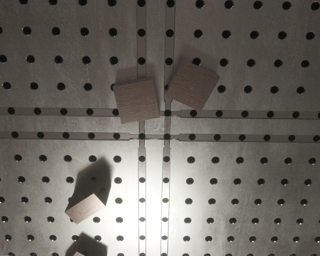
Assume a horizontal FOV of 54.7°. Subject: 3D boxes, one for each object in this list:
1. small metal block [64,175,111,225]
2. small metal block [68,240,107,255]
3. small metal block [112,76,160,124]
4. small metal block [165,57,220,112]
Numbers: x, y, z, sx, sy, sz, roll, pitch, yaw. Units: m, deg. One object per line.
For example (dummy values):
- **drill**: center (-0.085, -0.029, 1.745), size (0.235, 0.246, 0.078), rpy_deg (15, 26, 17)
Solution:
- **small metal block**: center (-0.100, 0.100, 0.435), size (0.050, 0.050, 0.025), rpy_deg (-33, 107, 11)
- **small metal block**: center (-0.121, 0.215, 0.491), size (0.050, 0.025, 0.050), rpy_deg (35, 106, -13)
- **small metal block**: center (-0.029, -0.036, 0.400), size (0.050, 0.025, 0.050), rpy_deg (-10, 110, 3)
- **small metal block**: center (0.040, -0.056, 0.393), size (0.050, 0.025, 0.050), rpy_deg (24, 108, -9)
